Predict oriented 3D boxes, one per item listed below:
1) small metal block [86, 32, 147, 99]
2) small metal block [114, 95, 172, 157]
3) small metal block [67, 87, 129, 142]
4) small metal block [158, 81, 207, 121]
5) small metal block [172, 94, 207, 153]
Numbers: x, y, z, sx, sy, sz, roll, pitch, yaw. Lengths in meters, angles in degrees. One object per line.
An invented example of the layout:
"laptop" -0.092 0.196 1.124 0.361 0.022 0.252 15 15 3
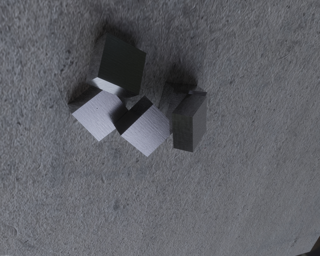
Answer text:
"small metal block" -0.046 -0.064 0.330 0.050 0.025 0.050 20 71 -36
"small metal block" -0.016 -0.002 0.366 0.050 0.025 0.050 -44 130 2
"small metal block" -0.069 -0.021 0.358 0.050 0.025 0.050 -38 130 -3
"small metal block" 0.027 -0.031 0.406 0.050 0.025 0.050 2 118 -30
"small metal block" 0.037 -0.007 0.377 0.050 0.025 0.050 -51 145 -48
